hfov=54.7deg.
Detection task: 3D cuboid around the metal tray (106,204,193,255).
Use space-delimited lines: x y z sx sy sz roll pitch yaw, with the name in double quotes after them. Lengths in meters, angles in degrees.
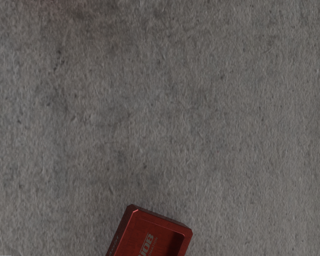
-0.023 0.175 0.398 0.090 0.030 0.130 26 81 -19 "metal tray"
